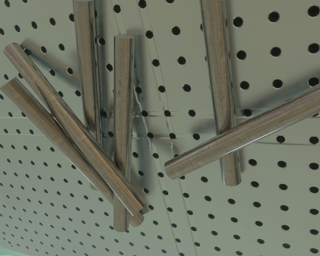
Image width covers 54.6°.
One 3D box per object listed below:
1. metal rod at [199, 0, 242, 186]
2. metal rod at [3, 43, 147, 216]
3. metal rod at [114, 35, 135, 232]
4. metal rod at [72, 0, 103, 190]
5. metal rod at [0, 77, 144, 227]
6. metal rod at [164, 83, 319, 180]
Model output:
[{"bbox_3d":[0.065,-0.063,0.338,0.025,0.025,0.298,2,120,27],"label":"metal rod"},{"bbox_3d":[-0.123,-0.003,0.437,0.300,0.025,0.025,50,130,7],"label":"metal rod"},{"bbox_3d":[-0.052,0.025,0.433,0.025,0.025,0.298,15,118,20],"label":"metal rod"},{"bbox_3d":[-0.098,-0.027,0.446,0.025,0.025,0.298,16,125,19],"label":"metal rod"},{"bbox_3d":[-0.118,0.050,0.467,0.025,0.025,0.300,-17,121,35],"label":"metal rod"},{"bbox_3d":[0.125,-0.012,0.315,0.299,0.025,0.025,-31,101,31],"label":"metal rod"}]
